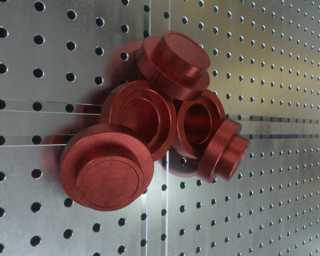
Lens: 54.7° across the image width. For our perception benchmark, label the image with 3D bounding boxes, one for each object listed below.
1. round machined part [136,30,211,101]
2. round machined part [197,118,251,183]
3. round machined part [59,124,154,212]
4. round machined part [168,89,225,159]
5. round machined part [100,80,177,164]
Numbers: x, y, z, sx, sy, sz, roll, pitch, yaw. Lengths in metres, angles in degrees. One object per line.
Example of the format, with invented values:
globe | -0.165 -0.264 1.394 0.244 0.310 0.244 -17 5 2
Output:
round machined part | 0.023 -0.083 0.386 0.099 0.042 0.098 23 40 -21
round machined part | 0.096 0.038 0.446 0.098 0.042 0.098 -50 158 -29
round machined part | -0.054 0.048 0.324 0.099 0.042 0.097 -6 116 -13
round machined part | 0.046 -0.006 0.439 0.099 0.042 0.097 0 90 -40
round machined part | -0.029 -0.007 0.374 0.099 0.042 0.097 0 90 -40
